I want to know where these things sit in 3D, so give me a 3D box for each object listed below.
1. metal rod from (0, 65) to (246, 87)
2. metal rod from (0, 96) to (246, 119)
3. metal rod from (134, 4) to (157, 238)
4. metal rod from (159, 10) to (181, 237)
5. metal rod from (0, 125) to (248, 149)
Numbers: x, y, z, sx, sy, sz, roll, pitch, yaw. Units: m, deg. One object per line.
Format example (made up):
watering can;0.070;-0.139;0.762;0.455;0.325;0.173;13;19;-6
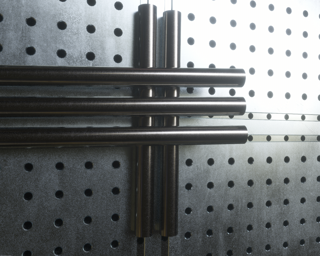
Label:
metal rod;-0.040;-0.062;0.376;0.302;0.025;0.025;-2;91;-12
metal rod;-0.039;-0.026;0.377;0.302;0.025;0.025;-1;91;-12
metal rod;-0.019;-0.010;0.407;0.025;0.025;0.298;1;90;-20
metal rod;0.014;-0.006;0.419;0.025;0.025;0.298;1;90;-20
metal rod;-0.038;0.010;0.377;0.302;0.025;0.025;-1;90;-12
